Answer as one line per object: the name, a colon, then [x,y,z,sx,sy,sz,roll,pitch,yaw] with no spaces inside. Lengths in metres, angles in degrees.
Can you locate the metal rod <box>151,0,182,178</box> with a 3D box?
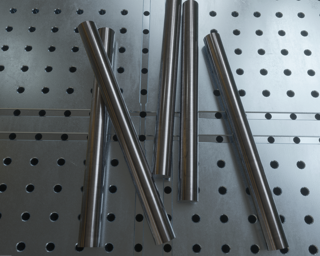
metal rod: [0.012,-0.079,0.440,0.025,0.025,0.299,4,70,1]

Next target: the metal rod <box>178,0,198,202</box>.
metal rod: [0.041,-0.050,0.430,0.025,0.025,0.299,3,70,0]

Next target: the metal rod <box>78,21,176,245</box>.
metal rod: [-0.047,-0.003,0.394,0.025,0.025,0.299,-20,78,-7]

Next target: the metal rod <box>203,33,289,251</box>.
metal rod: [0.108,0.003,0.411,0.025,0.025,0.299,-11,70,-4]

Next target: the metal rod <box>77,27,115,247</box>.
metal rod: [-0.081,-0.002,0.411,0.025,0.025,0.299,1,70,0]
